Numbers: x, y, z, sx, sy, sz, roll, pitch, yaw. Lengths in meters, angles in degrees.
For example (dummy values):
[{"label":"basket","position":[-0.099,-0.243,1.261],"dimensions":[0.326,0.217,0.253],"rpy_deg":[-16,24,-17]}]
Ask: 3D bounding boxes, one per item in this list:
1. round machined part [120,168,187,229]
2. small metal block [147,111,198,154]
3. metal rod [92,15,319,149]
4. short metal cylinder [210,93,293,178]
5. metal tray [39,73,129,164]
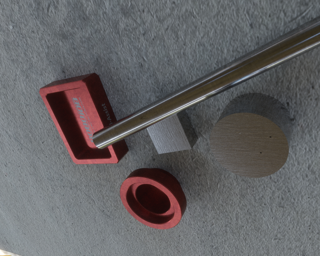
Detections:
[{"label":"round machined part","position":[-0.006,0.099,0.459],"dimensions":[0.098,0.042,0.097],"rpy_deg":[13,124,20]},{"label":"small metal block","position":[0.014,0.003,0.400],"dimensions":[0.050,0.025,0.050],"rpy_deg":[-12,113,33]},{"label":"metal rod","position":[0.037,-0.038,0.343],"dimensions":[0.300,0.025,0.025],"rpy_deg":[-25,105,30]},{"label":"short metal cylinder","position":[0.101,0.008,0.342],"dimensions":[0.080,0.050,0.079],"rpy_deg":[13,124,20]},{"label":"metal tray","position":[-0.110,-0.009,0.453],"dimensions":[0.090,0.030,0.129],"rpy_deg":[-5,116,30]}]
